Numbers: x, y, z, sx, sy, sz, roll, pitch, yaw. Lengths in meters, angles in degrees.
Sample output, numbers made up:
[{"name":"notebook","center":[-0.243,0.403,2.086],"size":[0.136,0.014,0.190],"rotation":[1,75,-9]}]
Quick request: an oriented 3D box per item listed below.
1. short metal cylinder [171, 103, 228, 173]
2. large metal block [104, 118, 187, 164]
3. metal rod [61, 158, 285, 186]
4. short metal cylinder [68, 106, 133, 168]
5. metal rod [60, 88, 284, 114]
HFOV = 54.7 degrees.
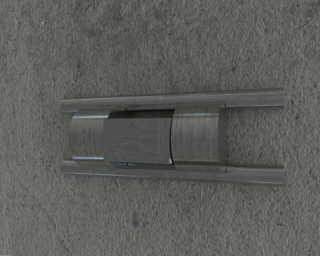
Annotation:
[{"name":"short metal cylinder","center":[0.049,0.012,0.363],"size":[0.050,0.080,0.080],"rotation":[-1,90,20]},{"name":"large metal block","center":[-0.014,0.014,0.383],"size":[0.080,0.080,0.050],"rotation":[0,90,20]},{"name":"metal rod","center":[0.002,0.056,0.409],"size":[0.301,0.025,0.025],"rotation":[0,90,19]},{"name":"short metal cylinder","center":[-0.075,0.012,0.407],"size":[0.050,0.080,0.080],"rotation":[-1,90,20]},{"name":"metal rod","center":[0.002,-0.033,0.410],"size":[0.301,0.025,0.025],"rotation":[0,90,19]}]
